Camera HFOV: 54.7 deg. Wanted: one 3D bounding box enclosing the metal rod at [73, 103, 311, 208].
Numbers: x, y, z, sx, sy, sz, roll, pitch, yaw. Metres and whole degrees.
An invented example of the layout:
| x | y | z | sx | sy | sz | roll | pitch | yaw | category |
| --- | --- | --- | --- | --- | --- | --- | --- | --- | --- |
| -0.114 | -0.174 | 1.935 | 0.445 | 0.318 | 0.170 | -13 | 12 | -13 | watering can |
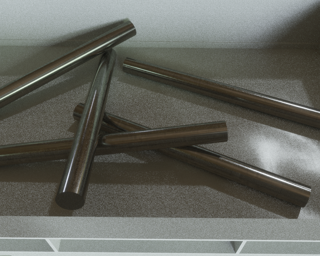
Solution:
| x | y | z | sx | sy | sz | roll | pitch | yaw | category |
| --- | --- | --- | --- | --- | --- | --- | --- | --- | --- |
| 0.026 | 0.027 | 0.382 | 0.301 | 0.025 | 0.025 | 20 | 53 | 15 | metal rod |

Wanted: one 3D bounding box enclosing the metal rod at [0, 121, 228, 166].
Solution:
| x | y | z | sx | sy | sz | roll | pitch | yaw | category |
| --- | --- | --- | --- | --- | --- | --- | --- | --- | --- |
| -0.073 | 0.020 | 0.366 | 0.302 | 0.025 | 0.025 | -6 | 50 | 2 | metal rod |

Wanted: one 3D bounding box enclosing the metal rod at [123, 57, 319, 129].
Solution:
| x | y | z | sx | sy | sz | roll | pitch | yaw | category |
| --- | --- | --- | --- | --- | --- | --- | --- | --- | --- |
| 0.086 | -0.054 | 0.451 | 0.301 | 0.025 | 0.025 | 18 | 52 | 14 | metal rod |

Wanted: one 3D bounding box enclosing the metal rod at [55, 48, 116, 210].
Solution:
| x | y | z | sx | sy | sz | roll | pitch | yaw | category |
| --- | --- | --- | --- | --- | --- | --- | --- | --- | --- |
| -0.081 | -0.028 | 0.387 | 0.025 | 0.025 | 0.300 | -1 | 38 | -1 | metal rod |

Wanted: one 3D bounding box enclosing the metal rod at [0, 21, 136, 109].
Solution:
| x | y | z | sx | sy | sz | roll | pitch | yaw | category |
| --- | --- | --- | --- | --- | --- | --- | --- | --- | --- |
| -0.164 | -0.079 | 0.448 | 0.302 | 0.025 | 0.025 | -34 | 58 | -18 | metal rod |
